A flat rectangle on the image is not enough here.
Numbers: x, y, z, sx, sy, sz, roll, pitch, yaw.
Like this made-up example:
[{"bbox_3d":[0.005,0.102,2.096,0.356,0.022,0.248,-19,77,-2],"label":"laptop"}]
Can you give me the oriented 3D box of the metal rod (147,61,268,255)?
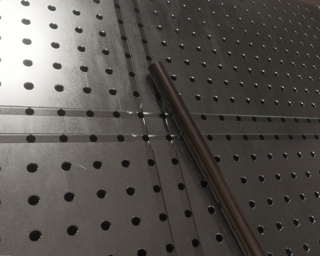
[{"bbox_3d":[0.057,0.037,0.418,0.025,0.025,0.299,-15,70,-34],"label":"metal rod"}]
